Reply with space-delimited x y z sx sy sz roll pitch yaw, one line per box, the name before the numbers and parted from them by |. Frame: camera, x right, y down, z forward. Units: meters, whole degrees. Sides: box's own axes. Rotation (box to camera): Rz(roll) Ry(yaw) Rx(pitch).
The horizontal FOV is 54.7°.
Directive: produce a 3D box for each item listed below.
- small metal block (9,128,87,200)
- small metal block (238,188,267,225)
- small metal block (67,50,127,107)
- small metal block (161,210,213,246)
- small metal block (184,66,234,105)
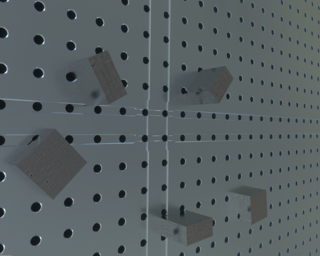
small metal block | -0.113 0.036 0.316 0.050 0.025 0.050 -51 120 -28
small metal block | 0.166 0.138 0.552 0.050 0.025 0.050 -7 94 -40
small metal block | -0.069 -0.052 0.336 0.025 0.050 0.050 -36 113 -34
small metal block | 0.037 0.136 0.426 0.050 0.050 0.025 -3 92 -40
small metal block | 0.072 -0.062 0.456 0.025 0.050 0.050 48 61 -30
